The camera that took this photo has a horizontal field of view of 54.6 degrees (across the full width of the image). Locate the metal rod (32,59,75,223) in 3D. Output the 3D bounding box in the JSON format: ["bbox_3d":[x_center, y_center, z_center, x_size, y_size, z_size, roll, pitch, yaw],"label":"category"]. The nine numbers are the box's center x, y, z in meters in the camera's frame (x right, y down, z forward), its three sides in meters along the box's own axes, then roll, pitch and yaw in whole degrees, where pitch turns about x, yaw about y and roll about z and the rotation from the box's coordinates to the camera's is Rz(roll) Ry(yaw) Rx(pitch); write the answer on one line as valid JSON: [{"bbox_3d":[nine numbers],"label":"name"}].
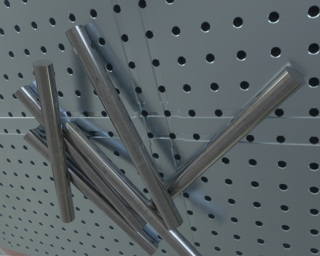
[{"bbox_3d":[-0.161,0.039,0.487,0.025,0.025,0.298,16,125,19],"label":"metal rod"}]

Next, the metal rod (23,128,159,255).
[{"bbox_3d":[-0.119,0.114,0.544,0.300,0.025,0.025,44,129,-3],"label":"metal rod"}]

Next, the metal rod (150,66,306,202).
[{"bbox_3d":[0.061,0.037,0.401,0.025,0.025,0.298,40,129,1],"label":"metal rod"}]

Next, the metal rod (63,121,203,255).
[{"bbox_3d":[-0.041,0.102,0.469,0.300,0.025,0.025,45,130,7],"label":"metal rod"}]

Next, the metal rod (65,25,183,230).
[{"bbox_3d":[-0.043,0.007,0.419,0.025,0.025,0.299,-19,103,35],"label":"metal rod"}]

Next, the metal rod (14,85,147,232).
[{"bbox_3d":[-0.126,0.055,0.511,0.025,0.025,0.300,-33,100,38],"label":"metal rod"}]
